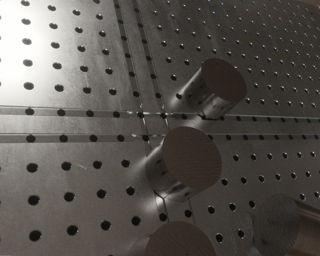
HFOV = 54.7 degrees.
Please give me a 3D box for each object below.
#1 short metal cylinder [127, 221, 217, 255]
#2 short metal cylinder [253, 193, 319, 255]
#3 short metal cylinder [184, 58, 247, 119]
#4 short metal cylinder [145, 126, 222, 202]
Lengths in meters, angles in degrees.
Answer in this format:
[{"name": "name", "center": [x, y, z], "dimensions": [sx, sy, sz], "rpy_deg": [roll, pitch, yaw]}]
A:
[{"name": "short metal cylinder", "center": [0.011, 0.141, 0.314], "dimensions": [0.081, 0.050, 0.080], "rpy_deg": [14, 56, -21]}, {"name": "short metal cylinder", "center": [0.163, 0.128, 0.385], "dimensions": [0.050, 0.080, 0.080], "rpy_deg": [23, 53, -15]}, {"name": "short metal cylinder", "center": [0.085, -0.060, 0.477], "dimensions": [0.081, 0.050, 0.080], "rpy_deg": [14, 56, -21]}, {"name": "short metal cylinder", "center": [0.028, 0.045, 0.382], "dimensions": [0.081, 0.050, 0.080], "rpy_deg": [14, 56, -21]}]
